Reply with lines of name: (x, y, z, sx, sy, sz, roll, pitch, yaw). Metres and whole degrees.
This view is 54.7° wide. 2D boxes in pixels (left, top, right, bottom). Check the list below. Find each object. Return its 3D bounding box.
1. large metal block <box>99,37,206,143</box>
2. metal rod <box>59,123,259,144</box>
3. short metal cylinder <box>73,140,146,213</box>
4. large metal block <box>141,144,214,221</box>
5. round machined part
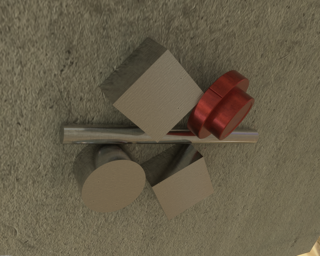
large metal block: (-0.008, -0.043, 0.360, 0.080, 0.050, 0.080, -45, 130, 3)
metal rod: (0.019, 0.010, 0.428, 0.303, 0.025, 0.025, 2, 118, -30)
short metal cylinder: (-0.065, 0.060, 0.395, 0.081, 0.050, 0.079, -14, 125, -21)
large metal block: (0.025, 0.075, 0.454, 0.080, 0.050, 0.080, -29, 129, -10)
round machined part: (0.084, -0.023, 0.401, 0.098, 0.042, 0.098, -41, 159, -19)
